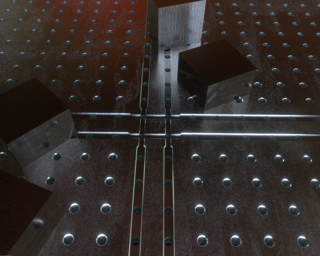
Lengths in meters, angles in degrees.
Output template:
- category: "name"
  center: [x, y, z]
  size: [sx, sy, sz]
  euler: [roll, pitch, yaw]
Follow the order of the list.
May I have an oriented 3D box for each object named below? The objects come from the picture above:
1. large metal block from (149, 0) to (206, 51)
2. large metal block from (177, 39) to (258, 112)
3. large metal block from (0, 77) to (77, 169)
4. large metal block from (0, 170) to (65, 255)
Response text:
- category: "large metal block"
  center: [0.027, -0.187, 0.529]
  size: [0.081, 0.080, 0.050]
  euler: [-15, 52, -13]
- category: "large metal block"
  center: [0.081, -0.080, 0.460]
  size: [0.081, 0.050, 0.080]
  euler: [-21, 53, -17]
- category: "large metal block"
  center: [-0.168, -0.009, 0.397]
  size: [0.080, 0.050, 0.080]
  euler: [-36, 59, -27]
- category: "large metal block"
  center: [-0.158, 0.095, 0.310]
  size: [0.080, 0.050, 0.080]
  euler: [18, 52, 14]
